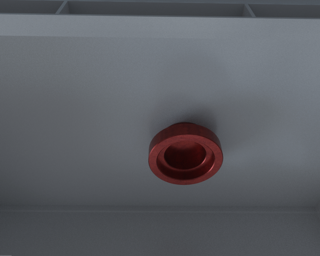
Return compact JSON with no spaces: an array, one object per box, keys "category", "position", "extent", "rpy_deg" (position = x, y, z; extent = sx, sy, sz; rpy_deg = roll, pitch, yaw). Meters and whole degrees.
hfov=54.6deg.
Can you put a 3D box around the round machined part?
[{"category":"round machined part","position":[0.034,0.031,0.424],"extent":[0.099,0.042,0.097],"rpy_deg":[0,130,0]}]
